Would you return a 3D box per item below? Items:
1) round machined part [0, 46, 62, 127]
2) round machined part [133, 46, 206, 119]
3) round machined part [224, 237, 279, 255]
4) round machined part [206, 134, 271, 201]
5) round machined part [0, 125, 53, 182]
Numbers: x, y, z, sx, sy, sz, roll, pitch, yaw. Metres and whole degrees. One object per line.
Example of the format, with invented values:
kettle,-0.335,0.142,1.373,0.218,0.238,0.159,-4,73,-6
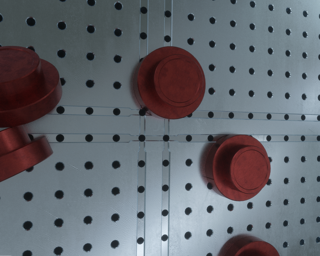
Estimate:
round machined part,-0.154,-0.049,0.316,0.099,0.098,0.042,-16,138,-20
round machined part,0.018,-0.060,0.411,0.099,0.042,0.097,0,90,-21
round machined part,0.143,0.217,0.458,0.099,0.042,0.097,0,90,-20
round machined part,0.120,0.058,0.450,0.099,0.042,0.097,0,90,-21
round machined part,-0.164,0.027,0.313,0.099,0.098,0.042,-25,99,-19
